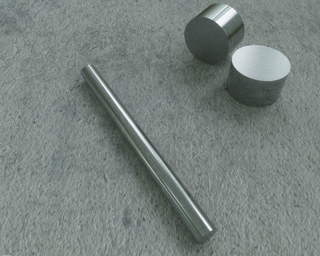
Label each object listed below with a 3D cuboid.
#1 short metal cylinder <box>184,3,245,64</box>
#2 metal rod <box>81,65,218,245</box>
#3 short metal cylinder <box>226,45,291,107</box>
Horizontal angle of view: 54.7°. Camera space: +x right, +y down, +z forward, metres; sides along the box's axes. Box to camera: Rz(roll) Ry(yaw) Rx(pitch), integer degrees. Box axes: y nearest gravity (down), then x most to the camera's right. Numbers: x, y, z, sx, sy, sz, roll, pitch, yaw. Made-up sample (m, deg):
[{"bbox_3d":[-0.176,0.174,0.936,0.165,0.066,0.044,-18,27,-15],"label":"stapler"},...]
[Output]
[{"bbox_3d":[0.086,-0.149,0.494,0.080,0.080,0.050,30,56,23],"label":"short metal cylinder"},{"bbox_3d":[-0.031,0.011,0.393,0.025,0.025,0.300,-25,55,-20],"label":"metal rod"},{"bbox_3d":[0.141,-0.077,0.453,0.081,0.050,0.080,0,50,0],"label":"short metal cylinder"}]
